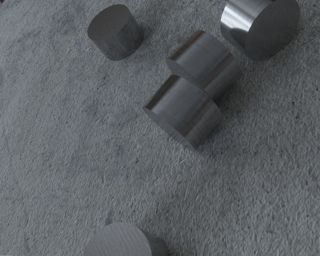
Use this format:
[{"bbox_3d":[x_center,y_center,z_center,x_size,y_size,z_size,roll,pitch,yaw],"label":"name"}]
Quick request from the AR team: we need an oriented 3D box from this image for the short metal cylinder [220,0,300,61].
[{"bbox_3d":[0.123,-0.131,0.384,0.080,0.080,0.050,-38,51,3],"label":"short metal cylinder"}]

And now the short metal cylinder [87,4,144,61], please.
[{"bbox_3d":[-0.075,-0.162,0.527,0.080,0.050,0.080,-13,56,21],"label":"short metal cylinder"}]

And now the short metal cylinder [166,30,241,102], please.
[{"bbox_3d":[0.053,-0.074,0.386,0.050,0.080,0.080,-45,51,-3],"label":"short metal cylinder"}]

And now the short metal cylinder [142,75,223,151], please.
[{"bbox_3d":[0.026,-0.017,0.365,0.050,0.080,0.080,-50,52,-6],"label":"short metal cylinder"}]

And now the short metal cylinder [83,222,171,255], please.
[{"bbox_3d":[-0.033,0.143,0.318,0.080,0.050,0.080,-13,56,21],"label":"short metal cylinder"}]
